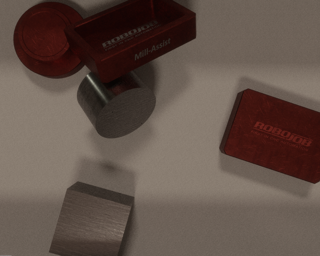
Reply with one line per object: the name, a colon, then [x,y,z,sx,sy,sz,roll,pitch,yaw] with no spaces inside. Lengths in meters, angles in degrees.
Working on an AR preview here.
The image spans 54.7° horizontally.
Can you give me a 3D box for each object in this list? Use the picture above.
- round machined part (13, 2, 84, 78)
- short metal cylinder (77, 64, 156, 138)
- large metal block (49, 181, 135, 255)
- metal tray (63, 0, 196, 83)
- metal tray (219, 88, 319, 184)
round machined part: [-0.141,-0.116,0.401,0.099,0.042,0.097,0,90,-1]
short metal cylinder: [-0.052,-0.033,0.376,0.080,0.080,0.050,-38,61,0]
large metal block: [-0.084,0.122,0.398,0.080,0.050,0.080,16,90,-1]
metal tray: [-0.034,-0.113,0.365,0.131,0.030,0.090,-31,52,-18]
metal tray: [0.156,0.011,0.411,0.131,0.030,0.090,18,90,-1]
